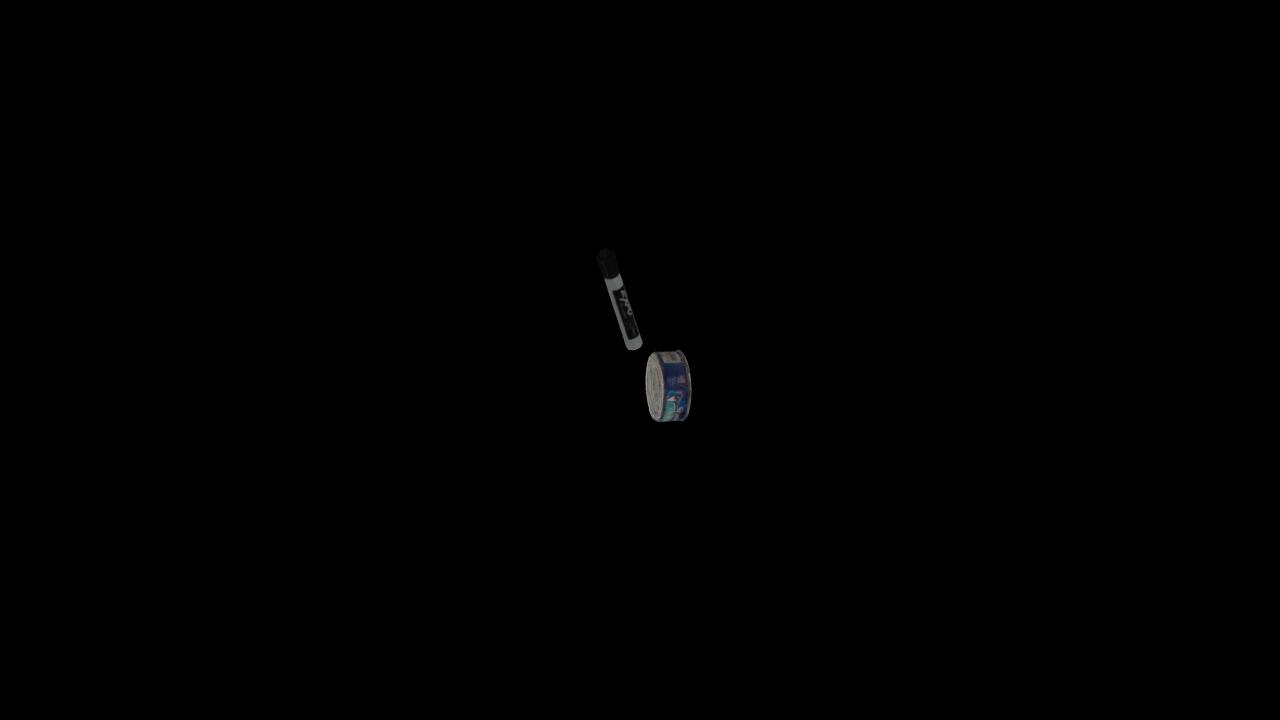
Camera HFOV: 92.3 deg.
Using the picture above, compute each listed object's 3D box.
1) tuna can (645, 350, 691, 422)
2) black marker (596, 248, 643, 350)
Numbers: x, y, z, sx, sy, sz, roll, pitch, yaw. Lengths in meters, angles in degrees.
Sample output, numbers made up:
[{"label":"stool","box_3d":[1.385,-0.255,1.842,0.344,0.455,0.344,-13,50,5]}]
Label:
[{"label":"tuna can","box_3d":[0.032,0.031,0.723,0.034,0.084,0.084,-2,1,-14]},{"label":"black marker","box_3d":[-0.020,-0.061,0.629,0.020,0.121,0.020,-11,40,9]}]
